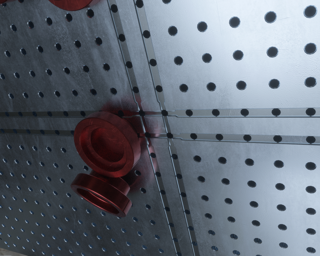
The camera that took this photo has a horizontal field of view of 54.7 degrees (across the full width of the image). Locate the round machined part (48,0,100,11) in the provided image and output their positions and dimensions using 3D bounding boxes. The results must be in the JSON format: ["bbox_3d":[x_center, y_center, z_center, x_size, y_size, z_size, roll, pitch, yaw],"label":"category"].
[{"bbox_3d":[-0.109,-0.181,0.344,0.098,0.042,0.097,13,124,20],"label":"round machined part"}]

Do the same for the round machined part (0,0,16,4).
[{"bbox_3d":[-0.196,-0.205,0.374,0.098,0.042,0.097,14,124,21],"label":"round machined part"}]

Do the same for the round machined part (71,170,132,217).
[{"bbox_3d":[-0.087,0.098,0.489,0.098,0.042,0.098,22,152,13],"label":"round machined part"}]

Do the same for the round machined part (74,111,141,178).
[{"bbox_3d":[-0.071,0.020,0.447,0.098,0.042,0.097,12,122,21],"label":"round machined part"}]
